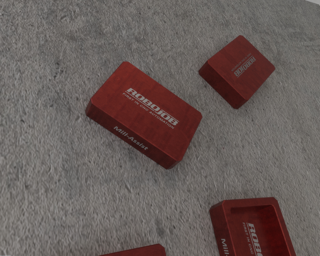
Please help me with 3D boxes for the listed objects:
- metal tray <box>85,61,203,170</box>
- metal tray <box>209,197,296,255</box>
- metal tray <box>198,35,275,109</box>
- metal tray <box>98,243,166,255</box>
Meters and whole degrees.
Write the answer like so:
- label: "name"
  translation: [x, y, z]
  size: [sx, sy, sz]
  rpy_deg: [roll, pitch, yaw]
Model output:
- label: "metal tray"
  translation: [-0.017, -0.018, 0.402]
  size: [0.130, 0.030, 0.090]
  rpy_deg: [35, 51, -5]
- label: "metal tray"
  translation: [0.118, 0.152, 0.370]
  size: [0.091, 0.030, 0.130]
  rpy_deg: [4, 60, -27]
- label: "metal tray"
  translation: [0.136, -0.100, 0.534]
  size: [0.090, 0.030, 0.131]
  rpy_deg: [45, 51, 3]
- label: "metal tray"
  translation: [-0.050, 0.162, 0.275]
  size: [0.131, 0.030, 0.090]
  rpy_deg: [0, 62, -28]
